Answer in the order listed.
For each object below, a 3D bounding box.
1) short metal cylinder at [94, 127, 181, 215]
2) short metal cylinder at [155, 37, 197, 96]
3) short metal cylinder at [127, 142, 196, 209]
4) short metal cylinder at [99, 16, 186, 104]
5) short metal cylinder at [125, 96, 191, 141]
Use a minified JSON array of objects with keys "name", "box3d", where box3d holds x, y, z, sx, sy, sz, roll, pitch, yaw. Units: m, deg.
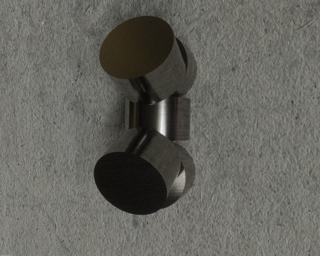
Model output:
[{"name":"short metal cylinder","box3d":[-0.023,0.046,0.335,0.080,0.050,0.079,9,121,16]},{"name":"short metal cylinder","box3d":[0.003,-0.077,0.396,0.080,0.050,0.080,0,90,20]},{"name":"short metal cylinder","box3d":[0.000,0.058,0.397,0.080,0.050,0.080,0,90,20]},{"name":"short metal cylinder","box3d":[-0.017,-0.072,0.334,0.080,0.050,0.080,-8,62,15]},{"name":"short metal cylinder","box3d":[-0.003,-0.011,0.383,0.080,0.080,0.050,2,91,20]}]
